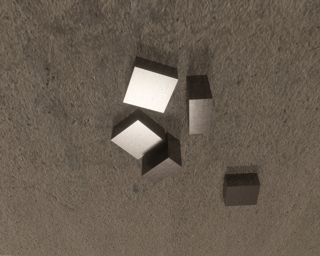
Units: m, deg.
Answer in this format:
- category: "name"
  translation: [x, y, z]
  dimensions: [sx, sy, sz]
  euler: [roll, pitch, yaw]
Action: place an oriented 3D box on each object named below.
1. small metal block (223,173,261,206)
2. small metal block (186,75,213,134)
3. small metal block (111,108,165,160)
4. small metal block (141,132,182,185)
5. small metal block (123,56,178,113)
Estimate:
- category: "small metal block"
  translation: [0.129, 0.098, 0.493]
  dimensions: [0.050, 0.025, 0.050]
  euler: [-3, 130, 2]
- category: "small metal block"
  translation: [0.046, -0.028, 0.368]
  dimensions: [0.025, 0.050, 0.050]
  euler: [-3, 130, 2]
- category: "small metal block"
  translation: [-0.029, 0.009, 0.414]
  dimensions: [0.050, 0.025, 0.050]
  euler: [-35, 122, 25]
- category: "small metal block"
  translation: [0.002, 0.041, 0.426]
  dimensions: [0.050, 0.050, 0.025]
  euler: [-37, 121, 27]
- category: "small metal block"
  translation: [-0.011, -0.050, 0.364]
  dimensions: [0.050, 0.025, 0.050]
  euler: [14, 129, -13]
